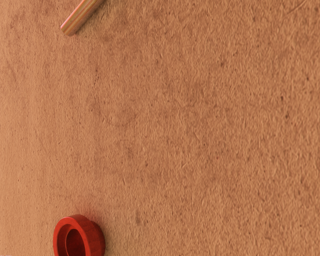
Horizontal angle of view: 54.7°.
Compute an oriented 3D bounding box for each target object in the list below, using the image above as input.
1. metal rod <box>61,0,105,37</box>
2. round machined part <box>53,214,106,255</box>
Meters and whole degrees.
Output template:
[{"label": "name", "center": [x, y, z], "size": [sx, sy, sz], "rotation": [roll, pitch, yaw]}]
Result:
[{"label": "metal rod", "center": [-0.055, -0.232, 0.447], "size": [0.299, 0.025, 0.025], "rotation": [-32, 71, 35]}, {"label": "round machined part", "center": [-0.125, 0.187, 0.494], "size": [0.098, 0.042, 0.097], "rotation": [0, 90, 39]}]
